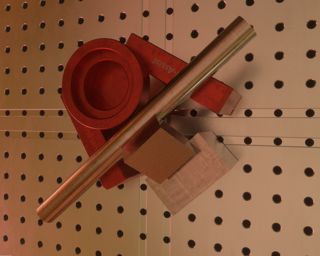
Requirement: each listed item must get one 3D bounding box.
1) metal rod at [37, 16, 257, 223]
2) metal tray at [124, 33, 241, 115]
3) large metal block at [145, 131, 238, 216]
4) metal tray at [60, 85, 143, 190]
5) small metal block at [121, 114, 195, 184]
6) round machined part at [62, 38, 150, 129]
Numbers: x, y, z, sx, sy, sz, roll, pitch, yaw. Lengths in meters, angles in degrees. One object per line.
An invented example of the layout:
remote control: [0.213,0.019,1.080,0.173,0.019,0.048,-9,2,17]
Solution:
metal rod: [-0.026,0.003,0.325,0.299,0.025,0.025,-42,77,14]
metal tray: [0.028,-0.061,0.367,0.130,0.090,0.030,33,102,16]
large metal block: [0.041,0.050,0.365,0.080,0.080,0.050,-43,77,15]
metal tray: [-0.065,0.008,0.399,0.030,0.090,0.130,-31,80,17]
small metal block: [-0.002,0.022,0.312,0.050,0.050,0.025,-44,32,14]
round machined part: [-0.056,-0.047,0.349,0.098,0.042,0.097,0,90,19]
